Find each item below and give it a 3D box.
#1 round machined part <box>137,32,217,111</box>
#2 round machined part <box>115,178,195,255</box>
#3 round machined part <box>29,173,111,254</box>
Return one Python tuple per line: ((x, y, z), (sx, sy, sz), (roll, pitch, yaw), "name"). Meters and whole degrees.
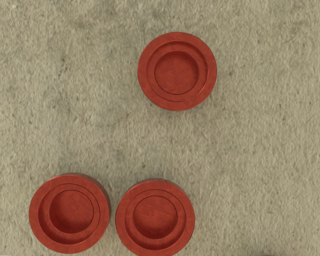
((0.021, -0.070, 0.402), (0.099, 0.042, 0.097), (0, 90, -1), "round machined part")
((-0.006, 0.113, 0.402), (0.099, 0.042, 0.097), (0, 90, -1), "round machined part")
((-0.112, 0.106, 0.400), (0.099, 0.042, 0.097), (0, 90, -1), "round machined part")
